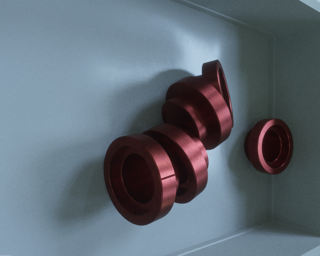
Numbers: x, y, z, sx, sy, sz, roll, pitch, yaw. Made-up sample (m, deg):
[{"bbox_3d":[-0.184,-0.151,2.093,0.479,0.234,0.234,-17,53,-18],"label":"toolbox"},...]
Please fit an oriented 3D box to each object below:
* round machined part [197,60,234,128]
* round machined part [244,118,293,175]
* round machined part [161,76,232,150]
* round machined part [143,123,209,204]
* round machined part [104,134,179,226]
[{"bbox_3d":[0.073,-0.044,0.440,0.098,0.042,0.097,-12,90,-71],"label":"round machined part"},{"bbox_3d":[0.190,0.032,0.553,0.099,0.042,0.097,0,90,-33],"label":"round machined part"},{"bbox_3d":[0.040,-0.013,0.395,0.042,0.098,0.098,-33,111,-27],"label":"round machined part"},{"bbox_3d":[0.020,0.039,0.378,0.042,0.098,0.097,-29,109,-37],"label":"round machined part"},{"bbox_3d":[-0.017,0.054,0.347,0.042,0.098,0.097,-10,97,-44],"label":"round machined part"}]
